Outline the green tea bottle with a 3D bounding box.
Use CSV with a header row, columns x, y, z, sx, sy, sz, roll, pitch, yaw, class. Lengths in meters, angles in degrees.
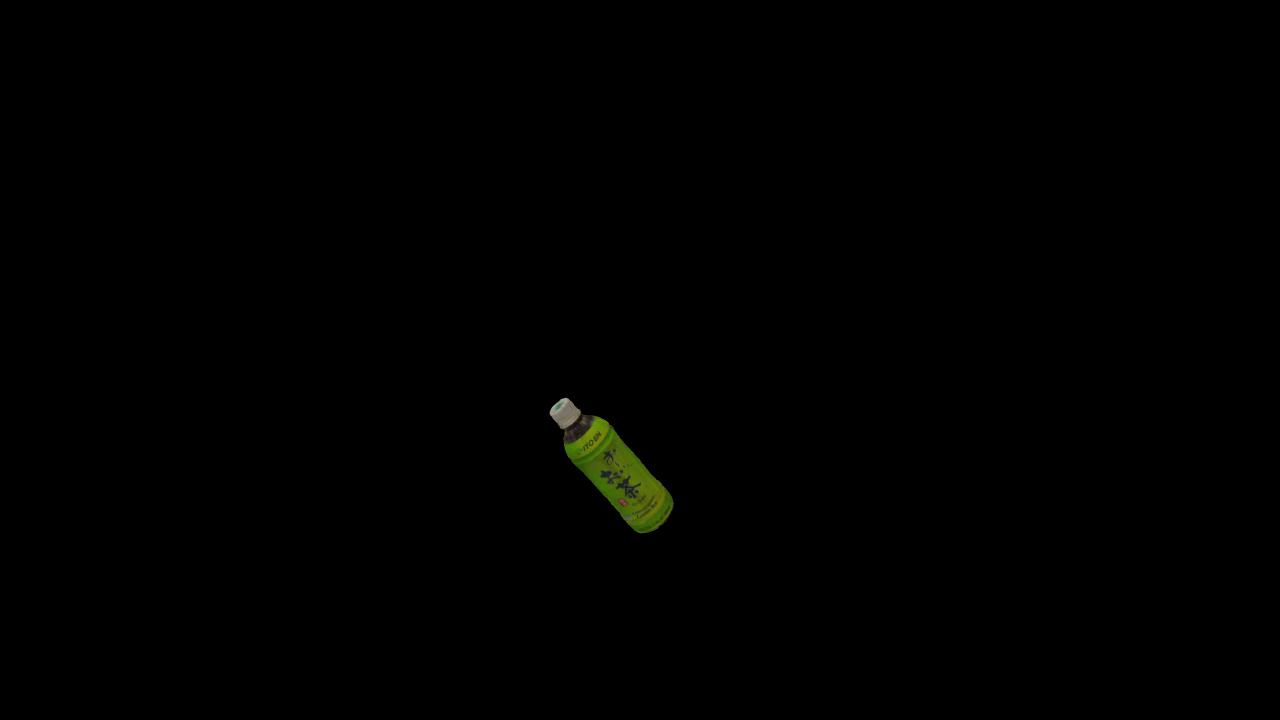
x,y,z,sx,sy,sz,roll,pitch,yaw,class
-0.040,0.133,0.799,0.073,0.212,0.073,-33,20,14,green tea bottle
